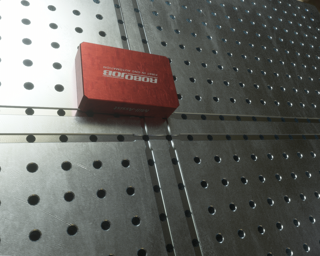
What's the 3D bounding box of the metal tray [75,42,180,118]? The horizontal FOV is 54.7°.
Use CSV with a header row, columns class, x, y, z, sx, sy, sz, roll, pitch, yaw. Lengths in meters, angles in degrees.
class,x,y,z,sx,sy,sz,roll,pitch,yaw
metal tray,-0.044,-0.063,0.421,0.131,0.030,0.090,4,60,-27
